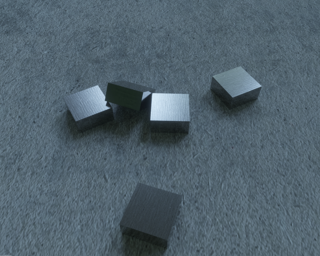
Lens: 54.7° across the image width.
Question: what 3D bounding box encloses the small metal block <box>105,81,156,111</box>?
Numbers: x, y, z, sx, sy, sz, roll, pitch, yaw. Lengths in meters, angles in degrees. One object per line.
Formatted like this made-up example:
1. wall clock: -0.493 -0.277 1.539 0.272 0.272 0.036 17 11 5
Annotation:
1. small metal block: -0.040 -0.046 0.425 0.050 0.025 0.050 17 16 13

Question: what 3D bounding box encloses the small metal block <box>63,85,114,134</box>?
1. small metal block: -0.097 -0.026 0.425 0.050 0.025 0.050 -23 54 -18

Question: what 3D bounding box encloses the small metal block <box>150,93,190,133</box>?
1. small metal block: 0.014 -0.020 0.420 0.050 0.025 0.050 1 50 1

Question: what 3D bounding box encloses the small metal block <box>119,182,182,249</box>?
1. small metal block: -0.008 0.091 0.326 0.050 0.025 0.050 15 52 12

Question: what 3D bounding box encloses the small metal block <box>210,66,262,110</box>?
1. small metal block: 0.110 -0.059 0.454 0.050 0.025 0.050 -21 53 -17
